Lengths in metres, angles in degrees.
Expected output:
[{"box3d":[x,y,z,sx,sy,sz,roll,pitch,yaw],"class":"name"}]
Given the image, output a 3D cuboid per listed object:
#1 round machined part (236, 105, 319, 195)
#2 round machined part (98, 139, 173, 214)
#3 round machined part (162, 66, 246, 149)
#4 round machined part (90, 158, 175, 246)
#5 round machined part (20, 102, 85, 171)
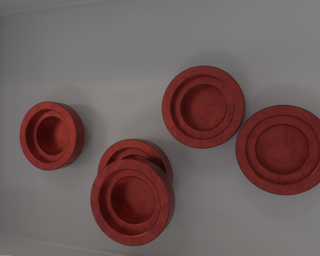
[{"box3d":[0.139,0.024,0.352,0.098,0.042,0.097,0,90,20],"class":"round machined part"},{"box3d":[-0.029,0.063,0.412,0.098,0.042,0.097,0,90,20],"class":"round machined part"},{"box3d":[0.055,-0.024,0.382,0.098,0.042,0.097,0,90,20],"class":"round machined part"},{"box3d":[-0.029,0.084,0.367,0.098,0.042,0.097,0,90,19],"class":"round machined part"},{"box3d":[-0.152,0.011,0.455,0.098,0.042,0.097,0,90,20],"class":"round machined part"}]
